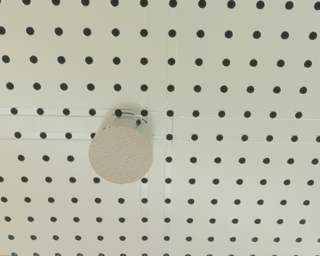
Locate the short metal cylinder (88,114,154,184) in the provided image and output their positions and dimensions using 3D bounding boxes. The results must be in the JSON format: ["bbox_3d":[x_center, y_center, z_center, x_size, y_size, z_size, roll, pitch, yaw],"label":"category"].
[{"bbox_3d":[-0.049,0.026,0.409,0.080,0.050,0.079,0,110,0],"label":"short metal cylinder"}]
